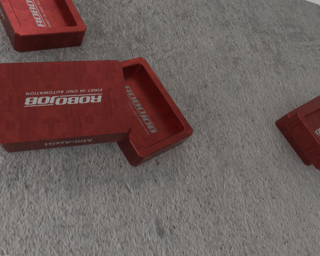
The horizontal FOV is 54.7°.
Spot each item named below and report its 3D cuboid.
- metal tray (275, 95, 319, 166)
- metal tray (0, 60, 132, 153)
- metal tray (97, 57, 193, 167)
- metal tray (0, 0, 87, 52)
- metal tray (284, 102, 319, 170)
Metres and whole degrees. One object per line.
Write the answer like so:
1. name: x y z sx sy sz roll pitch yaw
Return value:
1. metal tray: 0.273 0.001 0.547 0.131 0.030 0.090 -23 74 -36
2. metal tray: -0.103 -0.027 0.337 0.131 0.030 0.090 -5 69 -16
3. metal tray: -0.028 -0.026 0.400 0.091 0.030 0.130 -24 75 -36
4. metal tray: -0.166 -0.165 0.411 0.091 0.030 0.130 -18 71 -35
5. metal tray: 0.272 0.003 0.504 0.131 0.030 0.090 -20 73 -36
